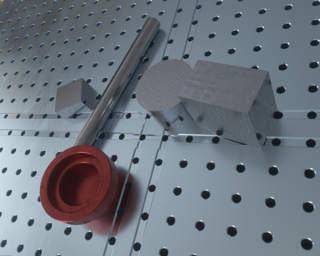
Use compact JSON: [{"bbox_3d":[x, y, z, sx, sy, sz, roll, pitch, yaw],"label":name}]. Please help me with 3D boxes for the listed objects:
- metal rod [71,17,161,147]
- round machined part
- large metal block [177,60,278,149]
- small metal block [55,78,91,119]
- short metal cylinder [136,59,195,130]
[{"bbox_3d":[-0.075,-0.050,0.476,0.025,0.025,0.300,15,69,34],"label":"metal rod"},{"bbox_3d":[-0.098,0.074,0.396,0.098,0.042,0.098,-8,61,15],"label":"round machined part"},{"bbox_3d":[0.079,-0.026,0.347,0.080,0.080,0.050,19,72,35],"label":"large metal block"},{"bbox_3d":[-0.143,-0.049,0.511,0.050,0.025,0.050,-19,55,17],"label":"small metal block"},{"bbox_3d":[0.015,-0.044,0.410,0.080,0.050,0.080,-13,56,20],"label":"short metal cylinder"}]
